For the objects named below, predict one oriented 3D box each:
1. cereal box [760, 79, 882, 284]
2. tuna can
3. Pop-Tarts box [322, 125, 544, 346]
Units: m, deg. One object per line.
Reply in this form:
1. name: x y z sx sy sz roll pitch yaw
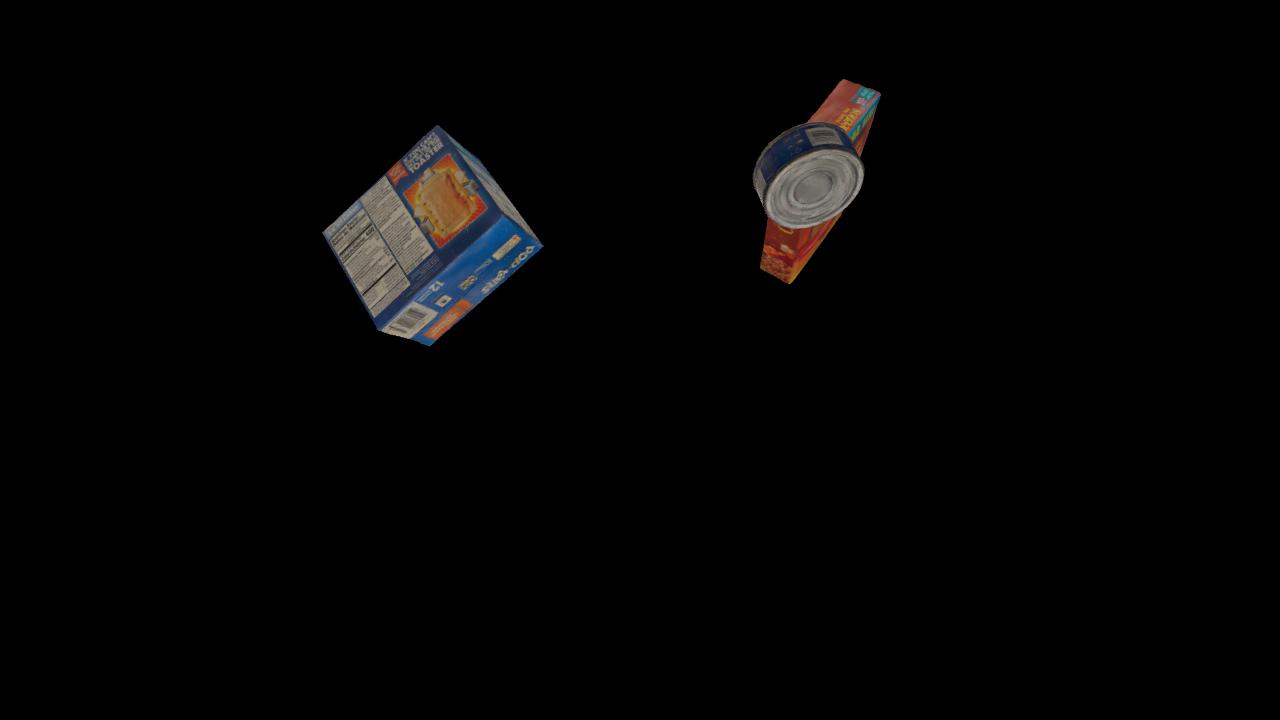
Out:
1. cereal box: 0.304 -0.296 1.073 0.081 0.203 0.306 33 -18 18
2. tuna can: 0.137 -0.148 0.501 0.084 0.034 0.084 -7 -34 -5
3. Pop-Tarts box: -0.212 -0.124 0.633 0.167 0.141 0.083 -40 -20 6
